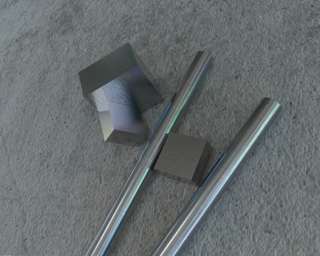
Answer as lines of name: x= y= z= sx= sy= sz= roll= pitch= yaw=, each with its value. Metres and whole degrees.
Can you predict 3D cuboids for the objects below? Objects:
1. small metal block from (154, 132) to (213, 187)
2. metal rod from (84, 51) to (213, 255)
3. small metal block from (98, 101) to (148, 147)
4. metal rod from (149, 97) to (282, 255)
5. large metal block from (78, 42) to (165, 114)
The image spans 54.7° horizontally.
small metal block: x=0.028 y=0.036 z=0.366 sx=0.050 sy=0.025 sz=0.050 roll=12 pitch=68 yaw=32
metal rod: x=-0.007 y=0.027 z=0.389 sx=0.025 sy=0.025 sz=0.300 roll=18 pitch=71 yaw=34
small metal block: x=-0.049 y=-0.005 z=0.412 sx=0.025 sy=0.050 sz=0.050 roll=-50 pitch=44 yaw=33
metal rod: x=0.037 y=0.090 z=0.328 sx=0.025 sy=0.025 sz=0.300 roll=30 pitch=78 yaw=37
large metal block: x=-0.052 y=-0.057 z=0.429 sx=0.080 sy=0.080 sz=0.050 roll=-29 pitch=52 yaw=9
